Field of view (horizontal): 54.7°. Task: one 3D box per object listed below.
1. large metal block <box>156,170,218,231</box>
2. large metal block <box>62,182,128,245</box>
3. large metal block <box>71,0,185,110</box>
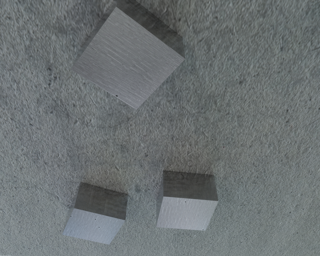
[{"bbox_3d":[0.039,0.116,0.489,0.081,0.050,0.079,6,130,-6],"label":"large metal block"},{"bbox_3d":[-0.107,0.142,0.511,0.080,0.050,0.079,19,128,-16],"label":"large metal block"},{"bbox_3d":[-0.032,-0.079,0.323,0.080,0.050,0.080,32,123,-24],"label":"large metal block"}]
